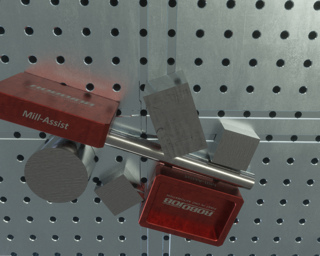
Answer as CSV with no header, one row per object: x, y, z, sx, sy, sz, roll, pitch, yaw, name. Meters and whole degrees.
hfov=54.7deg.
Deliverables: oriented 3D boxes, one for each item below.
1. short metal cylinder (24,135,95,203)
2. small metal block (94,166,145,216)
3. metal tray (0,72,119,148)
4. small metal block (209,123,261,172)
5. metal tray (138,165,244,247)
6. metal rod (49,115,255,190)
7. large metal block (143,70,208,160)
-0.132,0.053,0.417,0.081,0.050,0.079,0,110,0,short metal cylinder
-0.058,0.091,0.447,0.050,0.025,0.050,-31,107,10,small metal block
-0.120,-0.024,0.367,0.131,0.090,0.030,17,109,-7,metal tray
0.101,0.026,0.424,0.050,0.025,0.050,16,109,-6,small metal block
0.044,0.115,0.453,0.131,0.030,0.089,17,109,-7,metal tray
-0.013,0.030,0.424,0.302,0.025,0.025,18,109,-7,metal rod
0.018,-0.019,0.378,0.050,0.080,0.080,-17,109,6,large metal block
